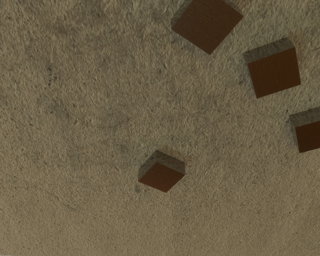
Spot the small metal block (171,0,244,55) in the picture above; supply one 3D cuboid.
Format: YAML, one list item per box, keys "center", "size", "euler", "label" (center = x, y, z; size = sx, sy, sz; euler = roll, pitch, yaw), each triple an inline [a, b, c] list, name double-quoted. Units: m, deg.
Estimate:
- center: [0.046, -0.111, 0.313]
  size: [0.050, 0.025, 0.050]
  euler: [28, 125, -22]
  label: "small metal block"

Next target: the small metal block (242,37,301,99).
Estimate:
- center: [0.127, -0.067, 0.351]
  size: [0.050, 0.025, 0.050]
  euler: [-18, 128, 14]
  label: "small metal block"

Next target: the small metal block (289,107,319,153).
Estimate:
- center: [0.204, 0.002, 0.411]
  size: [0.050, 0.025, 0.050]
  euler: [-18, 128, 14]
  label: "small metal block"

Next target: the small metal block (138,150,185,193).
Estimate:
- center: [0.002, 0.065, 0.463]
  size: [0.050, 0.025, 0.050]
  euler: [26, 125, -21]
  label: "small metal block"
